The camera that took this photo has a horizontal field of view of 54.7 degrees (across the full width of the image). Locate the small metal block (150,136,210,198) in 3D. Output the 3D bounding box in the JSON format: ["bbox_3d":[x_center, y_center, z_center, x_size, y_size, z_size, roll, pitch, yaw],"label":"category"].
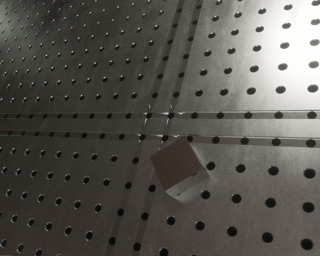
[{"bbox_3d":[0.023,0.046,0.367,0.050,0.025,0.050,-32,52,7],"label":"small metal block"}]
